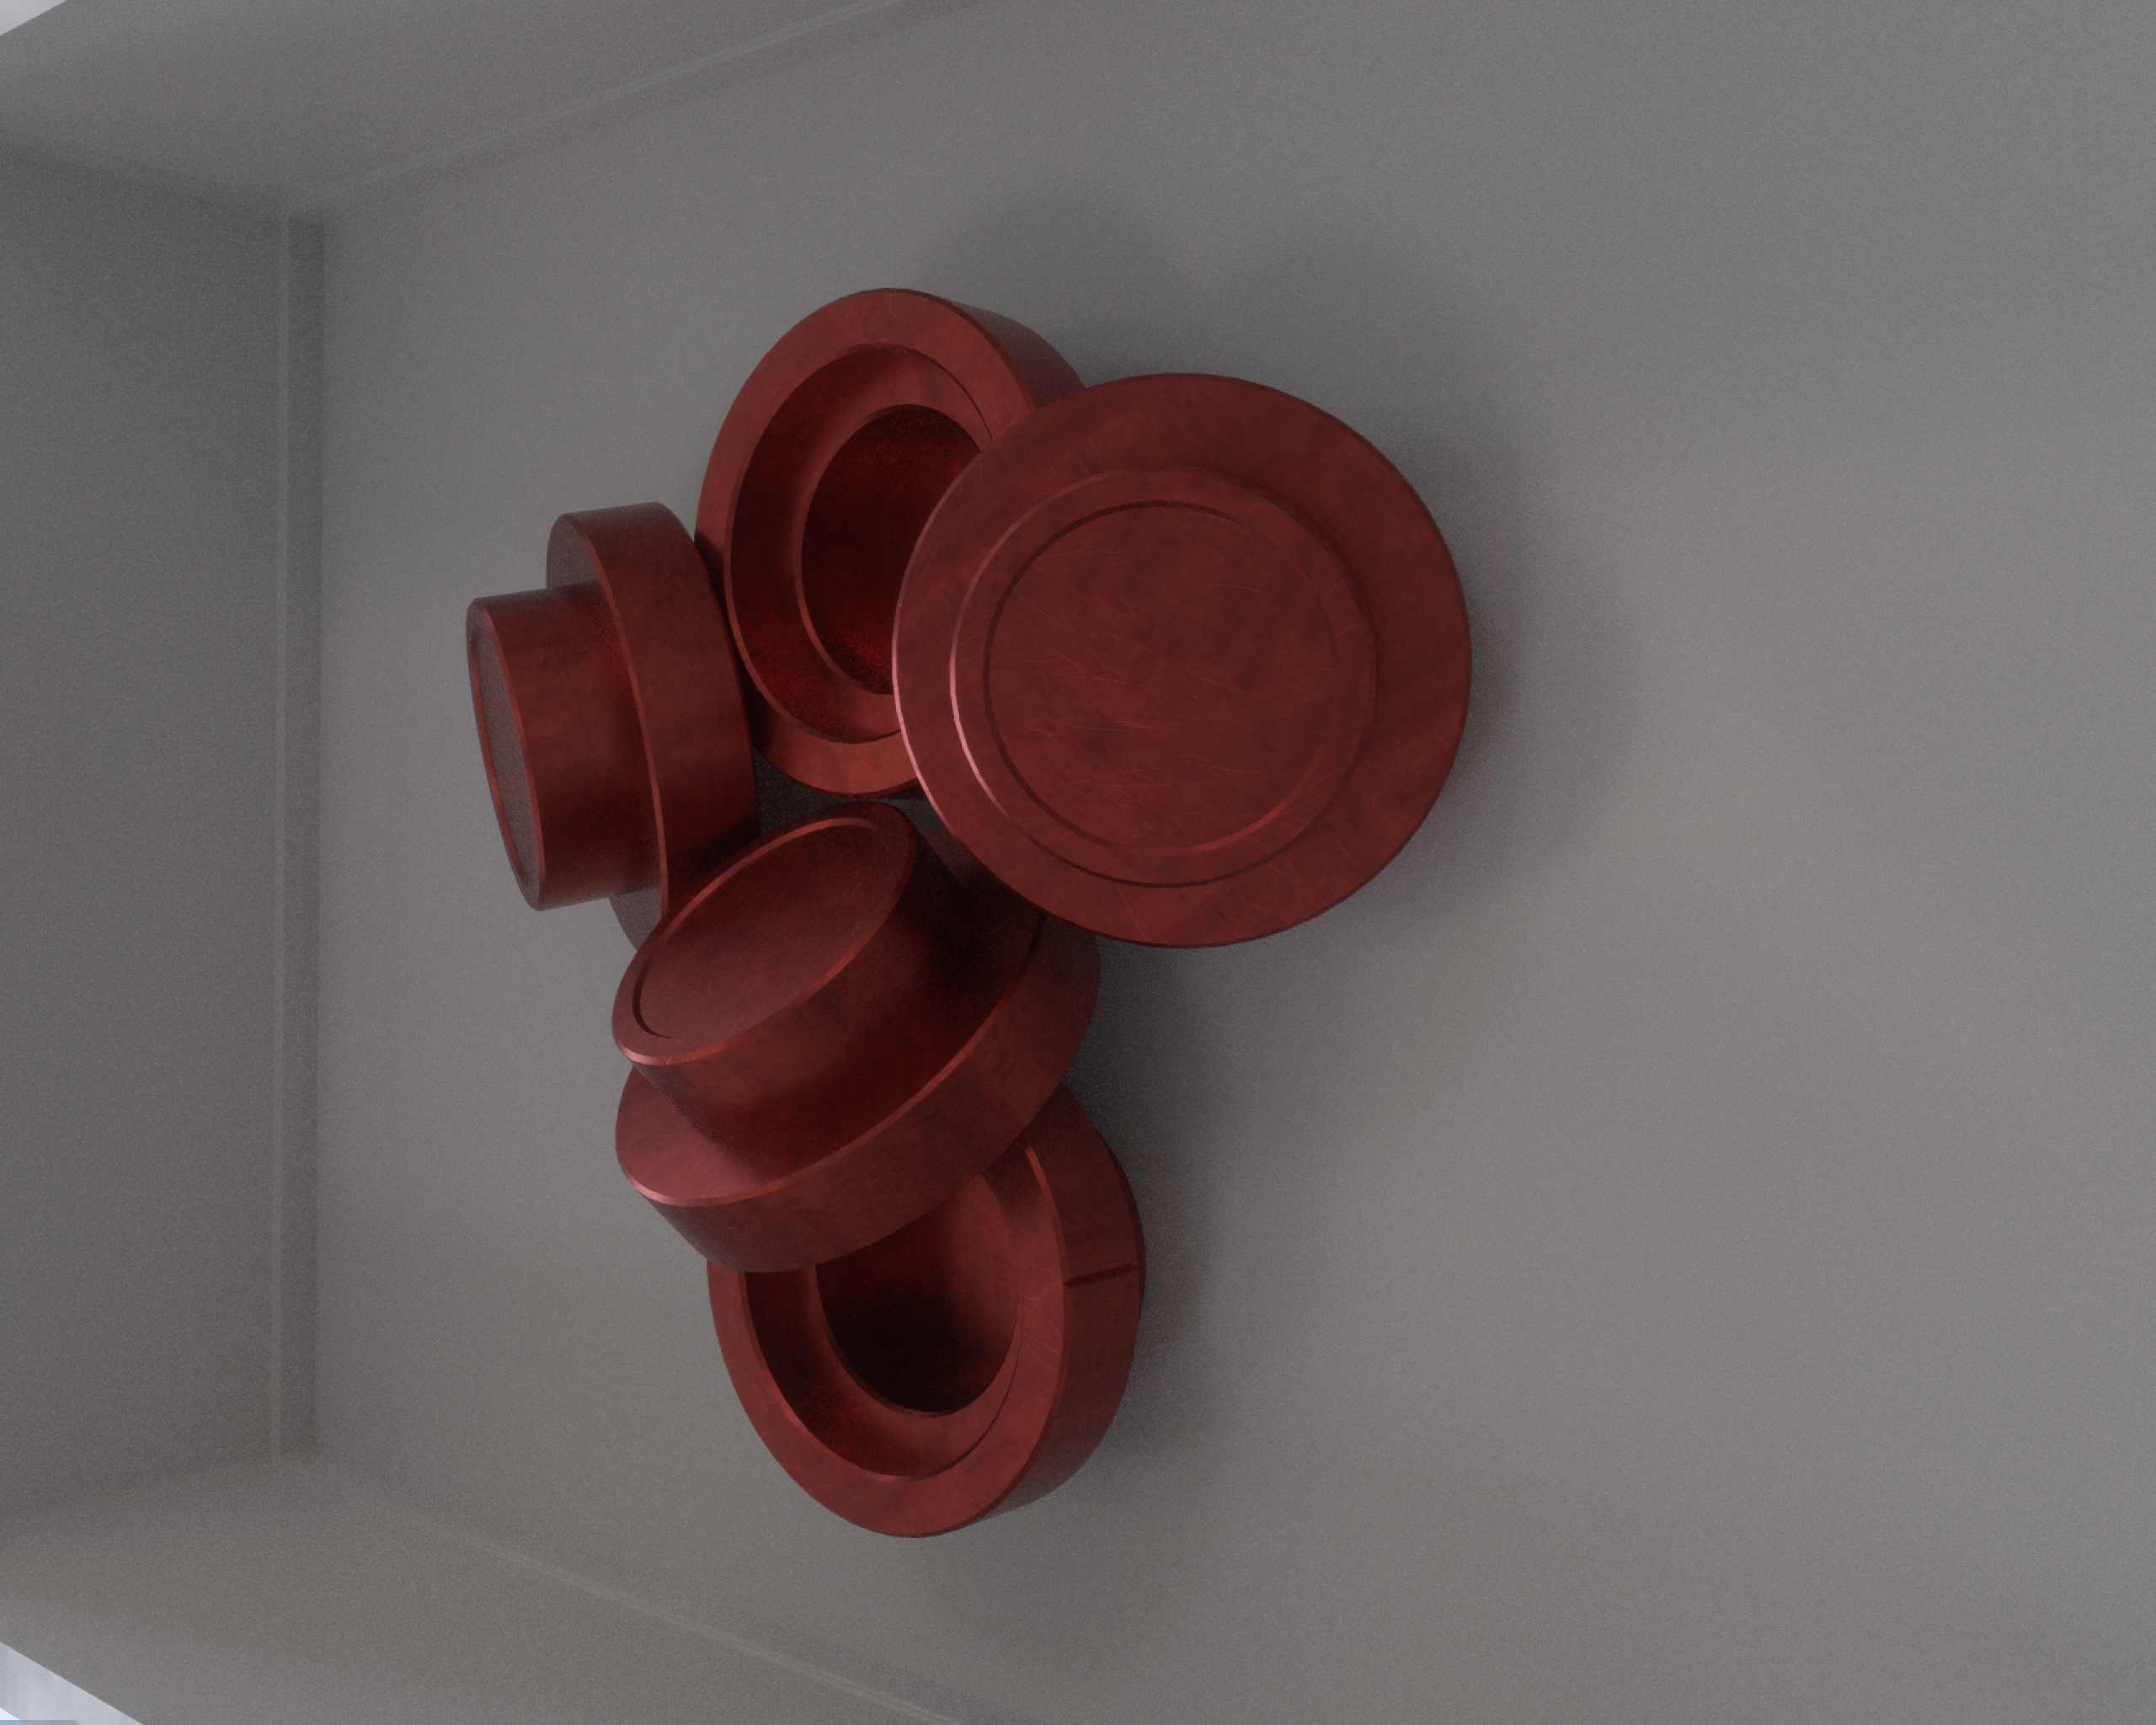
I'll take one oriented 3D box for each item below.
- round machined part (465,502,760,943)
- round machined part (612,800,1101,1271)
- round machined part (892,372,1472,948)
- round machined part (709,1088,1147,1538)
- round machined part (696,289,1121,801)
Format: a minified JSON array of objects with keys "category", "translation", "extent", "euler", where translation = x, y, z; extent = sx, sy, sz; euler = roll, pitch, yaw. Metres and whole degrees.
[{"category":"round machined part","translation":[-0.104,-0.026,0.451],"extent":[0.098,0.042,0.097],"euler":[168,90,-68]},{"category":"round machined part","translation":[-0.048,0.026,0.397],"extent":[0.098,0.098,0.042],"euler":[-8,129,39]},{"category":"round machined part","translation":[0.016,-0.033,0.351],"extent":[0.098,0.042,0.097],"euler":[2,101,9]},{"category":"round machined part","translation":[-0.025,0.079,0.414],"extent":[0.098,0.042,0.097],"euler":[0,90,40]},{"category":"round machined part","translation":[-0.029,-0.061,0.416],"extent":[0.098,0.042,0.097],"euler":[0,90,40]}]
